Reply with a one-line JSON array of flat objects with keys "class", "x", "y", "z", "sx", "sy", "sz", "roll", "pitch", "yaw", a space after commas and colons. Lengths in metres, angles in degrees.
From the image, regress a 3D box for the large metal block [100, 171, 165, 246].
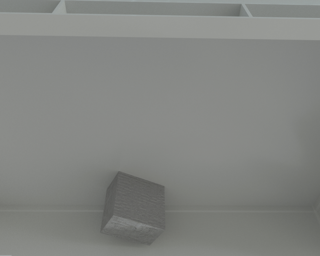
[{"class": "large metal block", "x": -0.040, "y": 0.124, "z": 0.478, "sx": 0.080, "sy": 0.080, "sz": 0.050, "roll": 22, "pitch": 127, "yaw": -18}]
